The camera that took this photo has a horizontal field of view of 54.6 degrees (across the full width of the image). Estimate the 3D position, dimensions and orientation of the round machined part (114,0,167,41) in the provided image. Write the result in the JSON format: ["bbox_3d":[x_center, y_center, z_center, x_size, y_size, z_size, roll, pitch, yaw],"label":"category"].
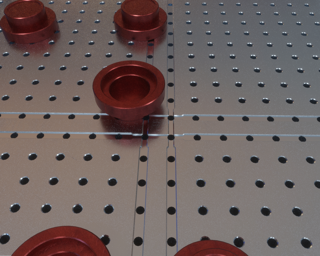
[{"bbox_3d":[-0.036,-0.206,0.570,0.099,0.042,0.098,0,50,0],"label":"round machined part"}]

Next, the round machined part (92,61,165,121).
[{"bbox_3d":[-0.042,-0.048,0.437,0.099,0.042,0.098,0,50,0],"label":"round machined part"}]

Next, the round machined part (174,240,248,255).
[{"bbox_3d":[0.049,0.147,0.274,0.099,0.042,0.098,0,50,0],"label":"round machined part"}]

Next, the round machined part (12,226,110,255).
[{"bbox_3d":[-0.088,0.143,0.277,0.099,0.042,0.098,0,50,0],"label":"round machined part"}]

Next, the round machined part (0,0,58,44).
[{"bbox_3d":[-0.240,-0.199,0.563,0.099,0.042,0.098,0,50,0],"label":"round machined part"}]
